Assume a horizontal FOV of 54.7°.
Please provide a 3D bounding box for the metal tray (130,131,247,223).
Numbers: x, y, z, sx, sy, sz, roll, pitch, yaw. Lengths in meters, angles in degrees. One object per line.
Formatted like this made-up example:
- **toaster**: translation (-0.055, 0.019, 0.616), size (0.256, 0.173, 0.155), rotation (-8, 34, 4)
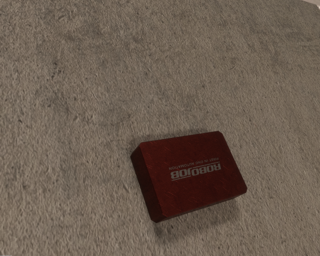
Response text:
- **metal tray**: translation (0.038, 0.056, 0.389), size (0.131, 0.030, 0.090), rotation (-7, 65, -32)
